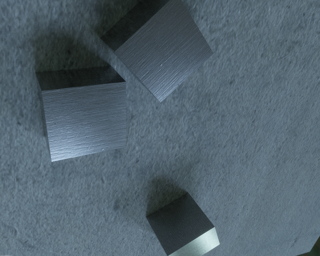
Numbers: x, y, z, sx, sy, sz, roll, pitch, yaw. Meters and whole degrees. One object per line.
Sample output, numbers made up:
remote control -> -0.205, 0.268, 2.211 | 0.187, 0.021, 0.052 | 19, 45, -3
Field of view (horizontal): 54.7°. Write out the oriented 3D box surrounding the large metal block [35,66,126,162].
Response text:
large metal block -> -0.084, -0.018, 0.335 | 0.081, 0.050, 0.079 | -10, 123, -23

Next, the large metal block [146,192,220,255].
large metal block -> 0.036, 0.163, 0.494 | 0.080, 0.080, 0.050 | -28, 128, -11

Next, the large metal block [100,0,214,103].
large metal block -> -0.002, -0.089, 0.336 | 0.080, 0.050, 0.080 | -43, 130, 1
